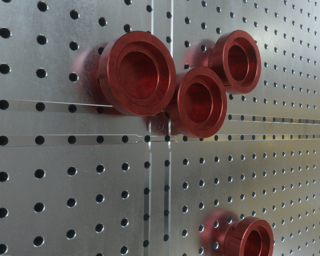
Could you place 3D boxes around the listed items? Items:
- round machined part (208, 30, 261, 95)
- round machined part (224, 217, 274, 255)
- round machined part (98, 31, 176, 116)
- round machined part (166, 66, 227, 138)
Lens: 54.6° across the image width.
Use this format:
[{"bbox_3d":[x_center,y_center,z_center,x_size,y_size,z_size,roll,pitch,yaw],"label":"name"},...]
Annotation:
[{"bbox_3d":[0.115,-0.102,0.493,0.099,0.042,0.097,0,90,-40],"label":"round machined part"},{"bbox_3d":[0.145,0.197,0.518,0.099,0.042,0.097,0,90,-40],"label":"round machined part"},{"bbox_3d":[-0.030,-0.062,0.371,0.099,0.042,0.097,0,90,-40],"label":"round machined part"},{"bbox_3d":[0.047,-0.035,0.436,0.099,0.042,0.097,0,90,-40],"label":"round machined part"}]
